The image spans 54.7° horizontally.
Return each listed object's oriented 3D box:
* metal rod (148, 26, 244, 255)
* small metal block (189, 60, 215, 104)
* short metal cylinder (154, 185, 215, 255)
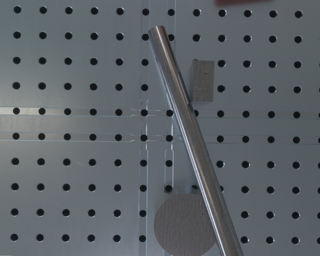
[{"bbox_3d":[0.039,0.010,0.382,0.025,0.025,0.299,-17,78,0],"label":"metal rod"},{"bbox_3d":[0.053,-0.057,0.401,0.025,0.050,0.050,2,90,0],"label":"small metal block"},{"bbox_3d":[0.033,0.119,0.401,0.081,0.050,0.080,0,90,0],"label":"short metal cylinder"}]
